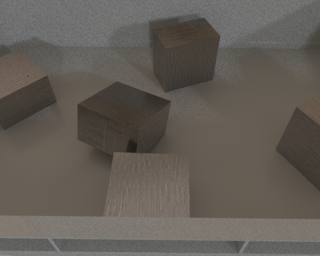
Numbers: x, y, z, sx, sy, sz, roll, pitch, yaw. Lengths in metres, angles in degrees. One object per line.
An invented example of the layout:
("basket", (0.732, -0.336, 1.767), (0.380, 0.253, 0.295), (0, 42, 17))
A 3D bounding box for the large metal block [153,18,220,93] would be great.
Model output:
("large metal block", (0.036, -0.108, 0.460), (0.081, 0.080, 0.050), (-17, 52, -13))

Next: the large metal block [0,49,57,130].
("large metal block", (-0.208, -0.056, 0.435), (0.080, 0.050, 0.080), (-35, 59, -26))

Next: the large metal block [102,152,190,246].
("large metal block", (-0.011, 0.074, 0.327), (0.080, 0.050, 0.080), (2, 50, 1))

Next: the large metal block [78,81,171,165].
("large metal block", (-0.043, -0.010, 0.382), (0.080, 0.050, 0.080), (22, 35, 17))

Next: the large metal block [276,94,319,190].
("large metal block", (0.191, 0.018, 0.355), (0.050, 0.080, 0.080), (-25, 55, -20))
